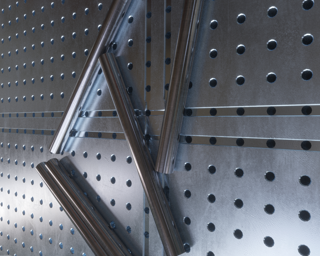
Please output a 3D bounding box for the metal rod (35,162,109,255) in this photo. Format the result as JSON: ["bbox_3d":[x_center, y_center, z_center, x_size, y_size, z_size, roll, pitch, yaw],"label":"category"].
[{"bbox_3d":[-0.128,0.157,0.512,0.300,0.025,0.025,41,115,32],"label":"metal rod"}]

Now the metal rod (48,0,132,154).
[{"bbox_3d":[-0.120,-0.079,0.505,0.025,0.025,0.298,45,117,30],"label":"metal rod"}]

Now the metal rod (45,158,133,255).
[{"bbox_3d":[-0.102,0.148,0.490,0.300,0.025,0.025,41,115,32],"label":"metal rod"}]

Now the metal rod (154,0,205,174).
[{"bbox_3d":[0.030,-0.090,0.382,0.025,0.025,0.298,16,100,38],"label":"metal rod"}]

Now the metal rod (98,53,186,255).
[{"bbox_3d":[-0.030,0.026,0.432,0.025,0.025,0.299,-33,70,35],"label":"metal rod"}]
